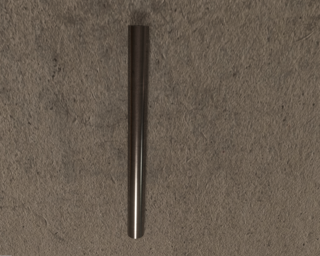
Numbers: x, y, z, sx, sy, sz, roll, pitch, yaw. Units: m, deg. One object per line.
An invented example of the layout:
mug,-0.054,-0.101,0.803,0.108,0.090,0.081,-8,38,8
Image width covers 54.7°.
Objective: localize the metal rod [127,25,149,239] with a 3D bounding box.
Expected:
metal rod,-0.031,0.019,0.416,0.025,0.025,0.298,2,110,-1
